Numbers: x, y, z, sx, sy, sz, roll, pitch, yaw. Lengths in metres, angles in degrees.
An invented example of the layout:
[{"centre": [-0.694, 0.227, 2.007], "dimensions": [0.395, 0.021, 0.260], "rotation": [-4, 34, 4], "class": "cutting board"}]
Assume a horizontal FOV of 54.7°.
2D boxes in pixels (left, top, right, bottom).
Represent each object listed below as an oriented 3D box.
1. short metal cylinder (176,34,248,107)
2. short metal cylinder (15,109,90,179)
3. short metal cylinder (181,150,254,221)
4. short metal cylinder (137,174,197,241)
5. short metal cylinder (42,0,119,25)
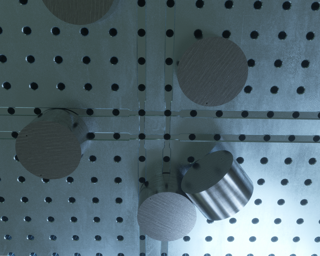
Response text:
[{"centre": [0.060, -0.071, 0.375], "dimensions": [0.081, 0.050, 0.079], "rotation": [0, 110, -1], "class": "short metal cylinder"}, {"centre": [-0.138, 0.020, 0.405], "dimensions": [0.081, 0.050, 0.079], "rotation": [0, 110, -1], "class": "short metal cylinder"}, {"centre": [0.076, 0.075, 0.413], "dimensions": [0.080, 0.080, 0.050], "rotation": [-35, 107, 11], "class": "short metal cylinder"}, {"centre": [0.009, 0.112, 0.442], "dimensions": [0.081, 0.050, 0.079], "rotation": [0, 110, -1], "class": "short metal cylinder"}, {"centre": [-0.086, -0.156, 0.341], "dimensions": [0.081, 0.050, 0.079], "rotation": [0, 110, -1], "class": "short metal cylinder"}]
